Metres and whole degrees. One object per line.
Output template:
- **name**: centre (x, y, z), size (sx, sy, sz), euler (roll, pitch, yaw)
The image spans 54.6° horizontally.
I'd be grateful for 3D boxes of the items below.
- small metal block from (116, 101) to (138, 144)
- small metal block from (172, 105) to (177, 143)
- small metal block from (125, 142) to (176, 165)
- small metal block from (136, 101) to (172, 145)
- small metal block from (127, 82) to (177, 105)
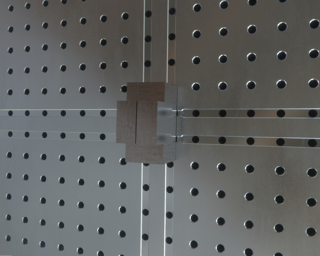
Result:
- **small metal block**: centre (-0.031, -0.007, 0.384), size (0.025, 0.050, 0.050), euler (2, 91, 20)
- **small metal block**: centre (-0.006, -0.007, 0.415), size (0.050, 0.025, 0.050), euler (2, 91, 21)
- **small metal block**: centre (-0.011, 0.031, 0.403), size (0.050, 0.050, 0.025), euler (2, 91, 20)
- **small metal block**: centre (-0.006, -0.006, 0.375), size (0.025, 0.050, 0.050), euler (2, 91, 21)
- **small metal block**: centre (-0.009, -0.044, 0.402), size (0.050, 0.050, 0.025), euler (2, 91, 20)
